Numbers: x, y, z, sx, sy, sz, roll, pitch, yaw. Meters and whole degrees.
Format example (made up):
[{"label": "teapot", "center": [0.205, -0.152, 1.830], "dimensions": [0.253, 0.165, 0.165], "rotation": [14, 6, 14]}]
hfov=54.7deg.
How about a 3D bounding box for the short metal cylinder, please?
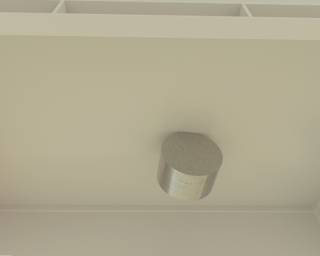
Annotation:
[{"label": "short metal cylinder", "center": [0.039, 0.050, 0.417], "dimensions": [0.081, 0.080, 0.050], "rotation": [5, 130, -5]}]
